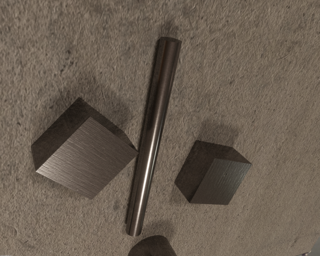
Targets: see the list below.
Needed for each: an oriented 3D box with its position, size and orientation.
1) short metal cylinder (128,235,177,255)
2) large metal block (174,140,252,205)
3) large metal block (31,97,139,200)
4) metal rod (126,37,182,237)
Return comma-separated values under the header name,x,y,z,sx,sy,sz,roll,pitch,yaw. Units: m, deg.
name,x,y,z,sx,sy,sz,roll,pitch,yaw
short metal cylinder,-0.010,0.233,0.531,0.081,0.050,0.079,-14,125,-21
large metal block,0.082,0.071,0.481,0.081,0.050,0.079,12,112,-34
large metal block,-0.087,0.025,0.360,0.080,0.050,0.080,-45,130,3
metal rod,-0.014,0.030,0.418,0.025,0.025,0.298,-3,120,-27
